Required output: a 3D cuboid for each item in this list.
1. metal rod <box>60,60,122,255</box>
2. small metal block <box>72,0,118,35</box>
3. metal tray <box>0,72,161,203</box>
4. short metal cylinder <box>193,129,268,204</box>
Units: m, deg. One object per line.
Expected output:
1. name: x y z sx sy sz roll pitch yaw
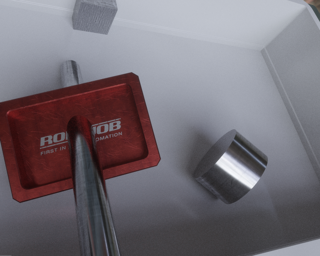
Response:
1. metal rod: -0.070 0.014 0.281 0.025 0.025 0.300 6 34 -25
2. small metal block: -0.094 -0.163 0.440 0.050 0.050 0.025 1 62 -28
3. metal tray: -0.074 0.008 0.289 0.131 0.030 0.090 -14 84 -7
4. short metal cylinder: 0.087 0.048 0.390 0.050 0.080 0.080 40 51 -2
